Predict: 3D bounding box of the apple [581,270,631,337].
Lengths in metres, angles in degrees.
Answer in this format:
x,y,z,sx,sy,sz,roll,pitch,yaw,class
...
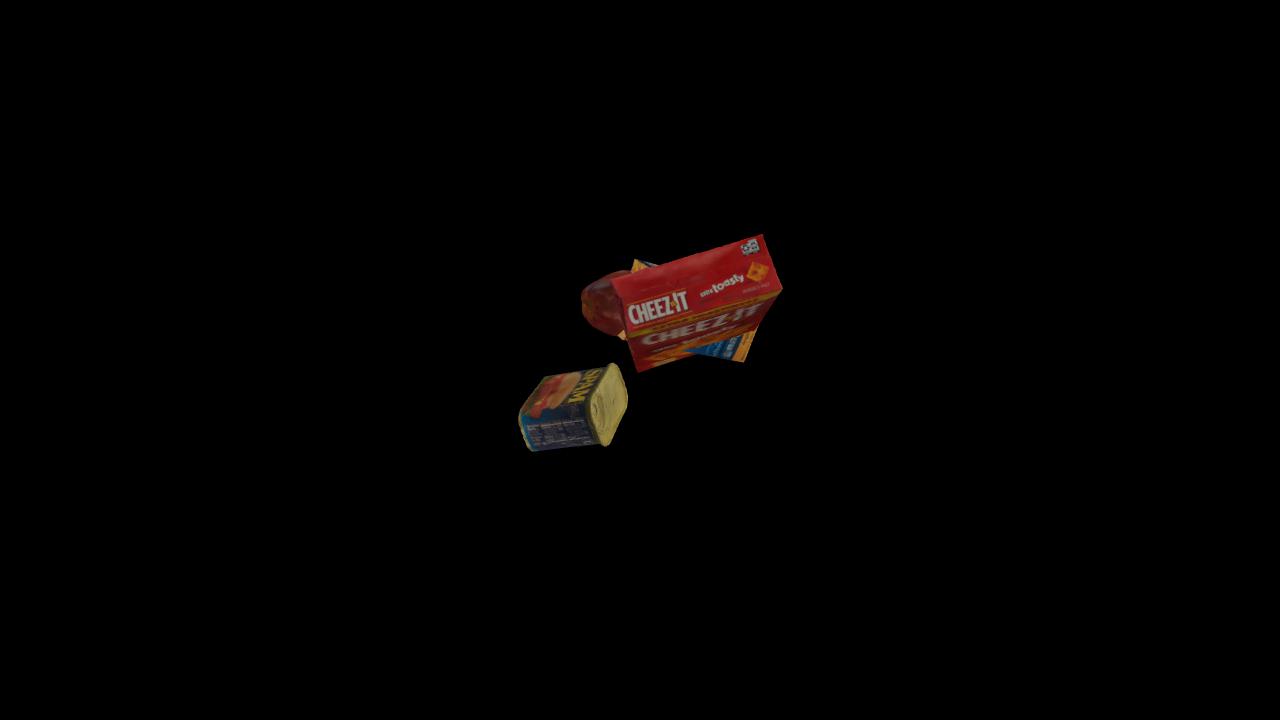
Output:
x,y,z,sx,sy,sz,roll,pitch,yaw,class
-0.022,-0.066,0.723,0.093,0.079,0.079,-10,5,-30,apple

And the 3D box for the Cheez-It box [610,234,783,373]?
x,y,z,sx,sy,sz,roll,pitch,yaw,class
0.061,-0.057,0.718,0.166,0.071,0.223,-18,-11,-1,Cheez-It box

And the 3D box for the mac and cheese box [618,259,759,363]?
x,y,z,sx,sy,sz,roll,pitch,yaw,class
0.064,-0.056,0.751,0.184,0.093,0.041,9,21,-31,mac and cheese box

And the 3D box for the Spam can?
x,y,z,sx,sy,sz,roll,pitch,yaw,class
-0.069,0.051,0.651,0.085,0.058,0.101,-9,24,20,Spam can
